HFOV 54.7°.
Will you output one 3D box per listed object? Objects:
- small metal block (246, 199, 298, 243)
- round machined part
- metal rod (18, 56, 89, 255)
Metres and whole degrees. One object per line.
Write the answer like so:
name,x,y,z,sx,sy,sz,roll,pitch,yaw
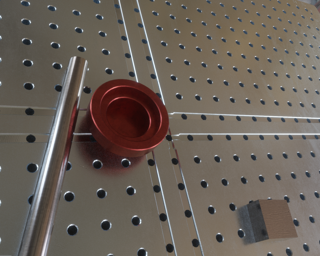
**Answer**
small metal block,0.150,0.124,0.415,0.050,0.025,0.050,7,59,-25
round machined part,-0.042,-0.009,0.381,0.099,0.042,0.098,14,56,-21
metal rod,-0.111,0.042,0.323,0.025,0.025,0.300,16,55,-20
